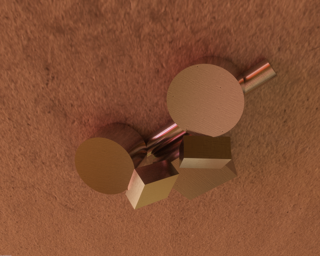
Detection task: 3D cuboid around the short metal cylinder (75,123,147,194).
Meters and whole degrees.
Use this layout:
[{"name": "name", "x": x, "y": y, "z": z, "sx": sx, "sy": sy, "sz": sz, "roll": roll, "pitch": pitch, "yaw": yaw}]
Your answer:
[{"name": "short metal cylinder", "x": -0.063, "y": 0.039, "z": 0.407, "sx": 0.080, "sy": 0.050, "sz": 0.079, "roll": 6, "pitch": 112, "yaw": 14}]

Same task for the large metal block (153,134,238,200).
[{"name": "large metal block", "x": 0.047, "y": 0.046, "z": 0.430, "sx": 0.080, "sy": 0.050, "sz": 0.080, "roll": -34, "pitch": 123, "yaw": 25}]

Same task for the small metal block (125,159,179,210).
[{"name": "small metal block", "x": -0.010, "y": 0.070, "z": 0.387, "sx": 0.050, "sy": 0.025, "sz": 0.050, "roll": -12, "pitch": 139, "yaw": -34}]

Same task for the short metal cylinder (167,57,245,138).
[{"name": "short metal cylinder", "x": 0.053, "y": -0.036, "z": 0.343, "sx": 0.080, "sy": 0.050, "sz": 0.079, "roll": 6, "pitch": 112, "yaw": 14}]

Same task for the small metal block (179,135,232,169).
[{"name": "small metal block", "x": 0.049, "y": 0.028, "z": 0.352, "sx": 0.050, "sy": 0.025, "sz": 0.050, "roll": 2, "pitch": 161, "yaw": -2}]

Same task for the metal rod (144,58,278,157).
[{"name": "metal rod", "x": 0.014, "y": 0.006, "z": 0.413, "sx": 0.299, "sy": 0.025, "sz": 0.025, "roll": -34, "pitch": 123, "yaw": 25}]
